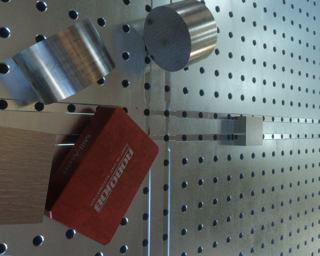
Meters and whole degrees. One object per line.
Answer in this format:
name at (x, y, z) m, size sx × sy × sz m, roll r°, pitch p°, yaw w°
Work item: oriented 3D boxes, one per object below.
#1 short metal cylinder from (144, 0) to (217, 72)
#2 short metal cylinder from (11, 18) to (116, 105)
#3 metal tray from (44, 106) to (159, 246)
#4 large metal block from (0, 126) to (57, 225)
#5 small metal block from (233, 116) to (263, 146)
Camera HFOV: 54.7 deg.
short metal cylinder at (0.025, -0.118, 0.394) m, size 0.050 × 0.080 × 0.080 m, roll -30°, pitch 109°, yaw -36°
short metal cylinder at (-0.090, -0.064, 0.298) m, size 0.080 × 0.080 × 0.050 m, roll -42°, pitch 116°, yaw -32°
metal tray at (-0.062, 0.051, 0.344) m, size 0.090 × 0.030 × 0.130 m, roll 49°, pitch 61°, yaw -41°
large metal block at (-0.146, 0.039, 0.271) m, size 0.081 × 0.050 × 0.080 m, roll 12°, pitch 83°, yaw -39°
small metal block at (0.154, 0.005, 0.538) m, size 0.050 × 0.025 × 0.050 m, roll 1°, pitch 90°, yaw -40°
